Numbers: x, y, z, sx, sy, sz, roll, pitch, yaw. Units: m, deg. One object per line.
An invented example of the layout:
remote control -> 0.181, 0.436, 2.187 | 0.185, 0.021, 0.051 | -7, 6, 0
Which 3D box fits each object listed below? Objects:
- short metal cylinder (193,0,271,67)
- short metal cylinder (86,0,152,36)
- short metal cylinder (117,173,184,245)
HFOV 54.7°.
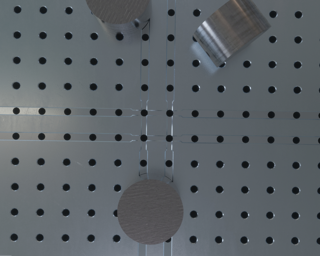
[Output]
short metal cylinder -> 0.089, -0.120, 0.386 | 0.080, 0.080, 0.050 | -37, 90, 0
short metal cylinder -> -0.051, -0.166, 0.400 | 0.081, 0.050, 0.079 | 0, 90, 0
short metal cylinder -> -0.012, 0.102, 0.401 | 0.081, 0.050, 0.079 | 0, 90, 0
